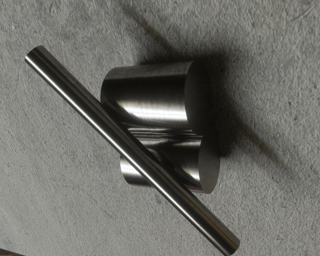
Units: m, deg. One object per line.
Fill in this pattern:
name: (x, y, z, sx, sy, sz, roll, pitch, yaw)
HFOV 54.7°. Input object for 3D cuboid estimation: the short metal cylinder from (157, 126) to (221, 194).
short metal cylinder: (0.037, 0.037, 0.376, 0.050, 0.080, 0.080, 1, 119, 28)

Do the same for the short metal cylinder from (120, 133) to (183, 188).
short metal cylinder: (-0.007, 0.037, 0.400, 0.050, 0.080, 0.080, 1, 119, 28)

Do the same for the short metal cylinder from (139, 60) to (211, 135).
short metal cylinder: (0.020, -0.032, 0.343, 0.050, 0.080, 0.080, 1, 119, 28)

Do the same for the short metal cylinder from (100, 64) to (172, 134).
short metal cylinder: (-0.025, -0.033, 0.365, 0.050, 0.080, 0.080, 1, 119, 28)

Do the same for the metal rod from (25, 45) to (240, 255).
metal rod: (-0.026, 0.028, 0.336, 0.300, 0.025, 0.025, 45, 129, -4)
